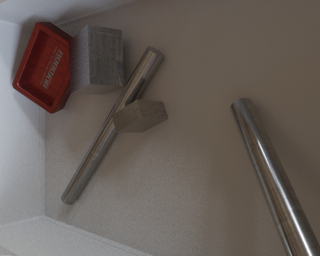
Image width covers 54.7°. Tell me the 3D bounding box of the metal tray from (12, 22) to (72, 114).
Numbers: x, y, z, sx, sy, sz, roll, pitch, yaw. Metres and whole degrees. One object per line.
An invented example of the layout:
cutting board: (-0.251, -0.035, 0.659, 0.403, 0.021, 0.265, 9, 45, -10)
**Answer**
metal tray: (-0.187, -0.101, 0.527, 0.090, 0.030, 0.129, 34, 114, 2)

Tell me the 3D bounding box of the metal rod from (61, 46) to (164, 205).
metal rod: (-0.082, 0.011, 0.471, 0.025, 0.025, 0.298, 49, 118, 28)

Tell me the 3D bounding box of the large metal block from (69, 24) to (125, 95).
large metal block: (-0.095, -0.095, 0.452, 0.080, 0.050, 0.080, -7, 86, 56)

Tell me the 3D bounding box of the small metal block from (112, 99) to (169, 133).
small metal block: (-0.026, -0.014, 0.410, 0.050, 0.050, 0.025, -28, 73, 36)

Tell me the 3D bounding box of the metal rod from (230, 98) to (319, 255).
metal rod: (0.106, 0.087, 0.236, 0.025, 0.025, 0.300, -42, 39, 31)
